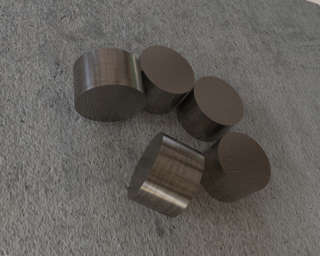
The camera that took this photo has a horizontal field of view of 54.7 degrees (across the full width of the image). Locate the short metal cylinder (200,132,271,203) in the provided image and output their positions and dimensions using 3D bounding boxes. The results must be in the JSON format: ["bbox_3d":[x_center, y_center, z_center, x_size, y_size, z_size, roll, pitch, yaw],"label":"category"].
[{"bbox_3d":[0.096,0.052,0.408,0.081,0.050,0.080,14,56,-21],"label":"short metal cylinder"}]

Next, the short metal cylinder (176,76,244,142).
[{"bbox_3d":[0.071,-0.027,0.442,0.081,0.050,0.080,14,56,-21],"label":"short metal cylinder"}]

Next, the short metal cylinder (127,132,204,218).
[{"bbox_3d":[0.005,0.051,0.340,0.050,0.080,0.080,28,52,-11],"label":"short metal cylinder"}]

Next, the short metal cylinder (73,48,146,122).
[{"bbox_3d":[-0.060,-0.048,0.365,0.081,0.080,0.050,4,60,-26],"label":"short metal cylinder"}]

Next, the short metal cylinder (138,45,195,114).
[{"bbox_3d":[0.000,-0.066,0.426,0.081,0.050,0.080,15,54,-22],"label":"short metal cylinder"}]
